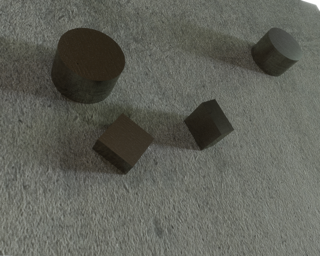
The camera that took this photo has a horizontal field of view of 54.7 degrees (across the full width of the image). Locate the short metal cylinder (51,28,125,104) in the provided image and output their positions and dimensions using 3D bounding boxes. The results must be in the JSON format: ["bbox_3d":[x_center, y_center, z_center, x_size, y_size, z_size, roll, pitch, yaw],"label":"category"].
[{"bbox_3d":[-0.090,-0.077,0.387,0.081,0.050,0.080,14,56,-21],"label":"short metal cylinder"}]

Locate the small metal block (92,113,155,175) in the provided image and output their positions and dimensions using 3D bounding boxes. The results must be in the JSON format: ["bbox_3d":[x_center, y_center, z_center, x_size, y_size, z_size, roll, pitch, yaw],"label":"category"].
[{"bbox_3d":[-0.043,0.018,0.371,0.050,0.025,0.050,39,51,-2],"label":"small metal block"}]

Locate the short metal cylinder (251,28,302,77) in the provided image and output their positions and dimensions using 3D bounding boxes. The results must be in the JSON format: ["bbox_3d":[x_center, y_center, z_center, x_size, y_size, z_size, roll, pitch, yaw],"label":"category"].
[{"bbox_3d":[0.227,-0.148,0.603,0.081,0.050,0.080,14,56,-21],"label":"short metal cylinder"}]

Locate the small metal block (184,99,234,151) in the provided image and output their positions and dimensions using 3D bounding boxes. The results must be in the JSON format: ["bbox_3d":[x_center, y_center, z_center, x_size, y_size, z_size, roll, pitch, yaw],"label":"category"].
[{"bbox_3d":[0.066,-0.004,0.428,0.025,0.050,0.050,-18,71,-35],"label":"small metal block"}]
